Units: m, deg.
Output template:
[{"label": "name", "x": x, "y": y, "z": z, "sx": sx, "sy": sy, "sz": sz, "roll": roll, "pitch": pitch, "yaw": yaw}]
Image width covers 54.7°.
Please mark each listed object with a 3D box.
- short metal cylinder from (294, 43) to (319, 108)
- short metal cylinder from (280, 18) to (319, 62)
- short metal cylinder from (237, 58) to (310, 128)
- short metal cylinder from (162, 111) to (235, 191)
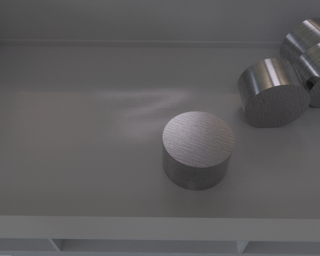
[{"label": "short metal cylinder", "x": 0.234, "y": -0.074, "z": 0.433, "sx": 0.081, "sy": 0.080, "sz": 0.050, "roll": -9, "pitch": 51, "yaw": -8}, {"label": "short metal cylinder", "x": 0.232, "y": -0.118, "z": 0.470, "sx": 0.081, "sy": 0.080, "sz": 0.050, "roll": -15, "pitch": 52, "yaw": -12}, {"label": "short metal cylinder", "x": 0.147, "y": -0.044, "z": 0.407, "sx": 0.081, "sy": 0.080, "sz": 0.050, "roll": -1, "pitch": 50, "yaw": -1}, {"label": "short metal cylinder", "x": 0.043, "y": 0.026, "z": 0.367, "sx": 0.080, "sy": 0.050, "sz": 0.080, "roll": 0, "pitch": 50, "yaw": 0}]
